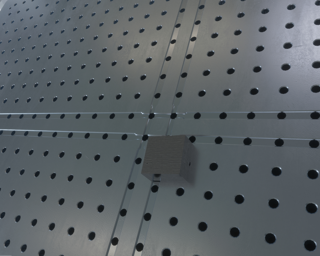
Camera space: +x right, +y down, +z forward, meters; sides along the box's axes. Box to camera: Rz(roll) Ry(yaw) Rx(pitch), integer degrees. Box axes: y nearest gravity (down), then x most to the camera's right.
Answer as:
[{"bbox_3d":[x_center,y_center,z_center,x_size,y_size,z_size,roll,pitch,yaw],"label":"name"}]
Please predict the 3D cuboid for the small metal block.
[{"bbox_3d":[0.009,0.037,0.381,0.050,0.025,0.050,-3,60,26],"label":"small metal block"}]
